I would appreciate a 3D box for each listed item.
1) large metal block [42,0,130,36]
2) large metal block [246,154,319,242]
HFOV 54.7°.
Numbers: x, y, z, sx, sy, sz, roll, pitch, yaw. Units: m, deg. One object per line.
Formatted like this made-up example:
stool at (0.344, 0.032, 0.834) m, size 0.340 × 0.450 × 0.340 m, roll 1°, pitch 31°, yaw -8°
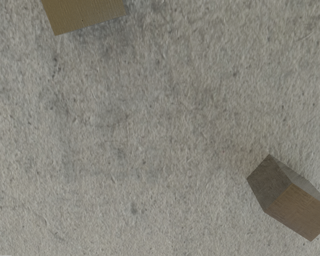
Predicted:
large metal block at (-0.085, -0.153, 0.339) m, size 0.080 × 0.050 × 0.080 m, roll -15°, pitch 110°, yaw 5°
large metal block at (0.174, 0.091, 0.417) m, size 0.080 × 0.080 × 0.050 m, roll 33°, pitch 107°, yaw -12°
